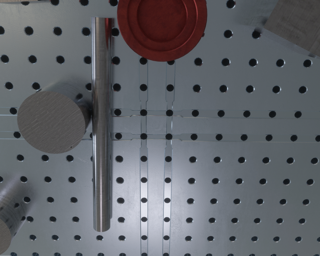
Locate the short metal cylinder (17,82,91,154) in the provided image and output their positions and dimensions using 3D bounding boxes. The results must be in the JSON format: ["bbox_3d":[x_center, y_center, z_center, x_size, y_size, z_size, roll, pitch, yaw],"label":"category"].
[{"bbox_3d":[-0.130,-0.014,0.394,0.081,0.050,0.079,0,110,0],"label":"short metal cylinder"}]

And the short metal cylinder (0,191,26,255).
[{"bbox_3d":[-0.245,0.138,0.449,0.081,0.050,0.079,0,110,0],"label":"short metal cylinder"}]

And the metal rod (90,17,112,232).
[{"bbox_3d":[-0.078,0.009,0.415,0.025,0.025,0.298,3,110,-1],"label":"metal rod"}]

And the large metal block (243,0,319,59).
[{"bbox_3d":[0.149,-0.118,0.342,0.080,0.080,0.050,24,108,-9],"label":"large metal block"}]

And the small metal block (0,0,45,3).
[{"bbox_3d":[-0.163,-0.169,0.350,0.050,0.025,0.050,-3,110,1],"label":"small metal block"}]

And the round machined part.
[{"bbox_3d":[0.003,-0.129,0.357,0.099,0.042,0.097,0,110,0],"label":"round machined part"}]
